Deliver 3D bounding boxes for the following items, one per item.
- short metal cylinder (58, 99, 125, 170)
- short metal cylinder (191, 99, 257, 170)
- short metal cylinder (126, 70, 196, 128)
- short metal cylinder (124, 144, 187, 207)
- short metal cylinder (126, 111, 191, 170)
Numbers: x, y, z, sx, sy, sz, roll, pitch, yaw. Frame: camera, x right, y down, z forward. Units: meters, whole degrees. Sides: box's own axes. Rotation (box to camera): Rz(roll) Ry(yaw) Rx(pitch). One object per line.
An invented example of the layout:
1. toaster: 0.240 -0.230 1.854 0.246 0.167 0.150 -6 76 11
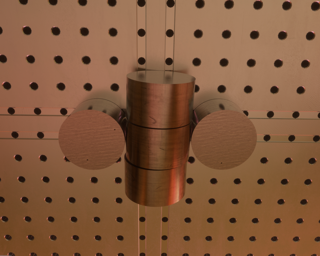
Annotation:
1. short metal cylinder: -0.083 0.007 0.401 0.081 0.050 0.079 0 110 -1
2. short metal cylinder: 0.079 0.007 0.403 0.081 0.050 0.079 0 110 -1
3. short metal cylinder: 0.000 -0.037 0.370 0.081 0.080 0.050 2 110 -1
4. short metal cylinder: -0.006 0.059 0.405 0.081 0.080 0.050 1 110 -1
5. short metal cylinder: -0.002 0.011 0.388 0.081 0.080 0.050 2 110 -1
